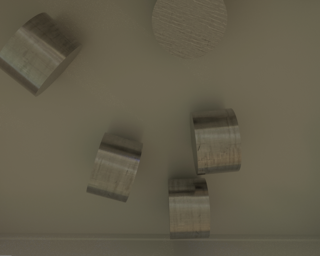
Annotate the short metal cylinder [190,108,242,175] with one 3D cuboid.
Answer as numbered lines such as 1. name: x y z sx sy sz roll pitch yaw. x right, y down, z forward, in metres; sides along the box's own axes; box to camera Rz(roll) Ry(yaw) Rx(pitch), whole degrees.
1. short metal cylinder: 0.067 0.017 0.389 0.050 0.080 0.079 -6 110 2

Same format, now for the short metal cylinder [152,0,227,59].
1. short metal cylinder: 0.031 -0.123 0.353 0.081 0.050 0.079 0 110 -1

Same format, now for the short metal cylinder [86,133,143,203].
1. short metal cylinder: -0.058 0.051 0.400 0.050 0.080 0.079 17 109 -7

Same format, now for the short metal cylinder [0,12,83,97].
1. short metal cylinder: -0.134 -0.082 0.350 0.050 0.080 0.080 42 105 -14

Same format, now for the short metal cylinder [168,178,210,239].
1. short metal cylinder: 0.037 0.109 0.423 0.050 0.080 0.079 -2 110 0
